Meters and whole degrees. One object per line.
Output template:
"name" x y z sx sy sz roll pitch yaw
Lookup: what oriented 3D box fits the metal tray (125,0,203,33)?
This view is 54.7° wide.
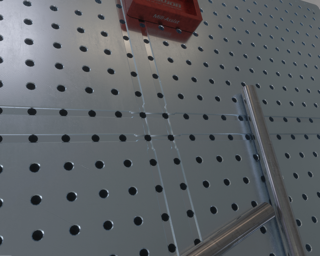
"metal tray" 0.005 -0.223 0.543 0.131 0.030 0.090 6 59 -26

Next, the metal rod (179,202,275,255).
"metal rod" 0.026 0.149 0.330 0.302 0.025 0.025 -18 71 -35

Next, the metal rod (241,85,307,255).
"metal rod" 0.165 0.064 0.457 0.025 0.025 0.299 8 58 -24
